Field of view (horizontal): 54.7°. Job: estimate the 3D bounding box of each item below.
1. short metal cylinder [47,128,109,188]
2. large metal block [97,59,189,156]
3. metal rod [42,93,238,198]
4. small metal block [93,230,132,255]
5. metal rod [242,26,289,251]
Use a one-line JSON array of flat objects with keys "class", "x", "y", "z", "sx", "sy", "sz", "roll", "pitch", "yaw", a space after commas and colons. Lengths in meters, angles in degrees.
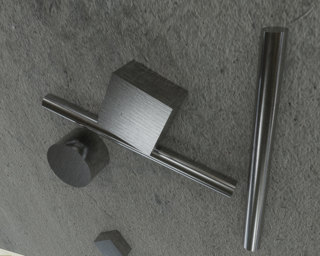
[{"class": "short metal cylinder", "x": -0.128, "y": 0.046, "z": 0.487, "sx": 0.080, "sy": 0.050, "sz": 0.079, "roll": 13, "pitch": 124, "yaw": 21}, {"class": "large metal block", "x": -0.023, "y": -0.025, "z": 0.387, "sx": 0.080, "sy": 0.050, "sz": 0.079, "roll": 32, "pitch": 129, "yaw": 7}, {"class": "metal rod", "x": -0.037, "y": 0.020, "z": 0.438, "sx": 0.301, "sy": 0.025, "sz": 0.025, "roll": 25, "pitch": 127, "yaw": 12}, {"class": "small metal block", "x": -0.091, "y": 0.226, "z": 0.595, "sx": 0.050, "sy": 0.025, "sz": 0.050, "roll": -23, "pitch": 106, "yaw": 36}, {"class": "metal rod", "x": 0.119, "y": 0.036, "z": 0.366, "sx": 0.025, "sy": 0.025, "sz": 0.298, "roll": 9, "pitch": 123, "yaw": 23}]
